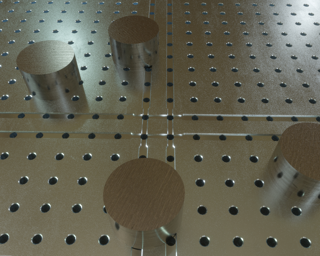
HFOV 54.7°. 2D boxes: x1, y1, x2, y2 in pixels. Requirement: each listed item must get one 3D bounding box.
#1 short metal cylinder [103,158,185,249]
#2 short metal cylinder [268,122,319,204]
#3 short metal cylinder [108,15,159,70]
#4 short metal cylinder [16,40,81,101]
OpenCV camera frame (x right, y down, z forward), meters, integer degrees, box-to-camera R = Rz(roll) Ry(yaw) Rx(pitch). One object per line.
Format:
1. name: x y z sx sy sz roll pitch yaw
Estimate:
1. short metal cylinder: -0.016 0.078 0.325 0.081 0.050 0.080 0 50 0
2. short metal cylinder: 0.173 0.040 0.359 0.081 0.050 0.080 0 50 0
3. short metal cylinder: -0.042 -0.141 0.509 0.081 0.050 0.080 0 50 0
4. short metal cylinder: -0.164 -0.087 0.463 0.081 0.050 0.080 0 50 0
